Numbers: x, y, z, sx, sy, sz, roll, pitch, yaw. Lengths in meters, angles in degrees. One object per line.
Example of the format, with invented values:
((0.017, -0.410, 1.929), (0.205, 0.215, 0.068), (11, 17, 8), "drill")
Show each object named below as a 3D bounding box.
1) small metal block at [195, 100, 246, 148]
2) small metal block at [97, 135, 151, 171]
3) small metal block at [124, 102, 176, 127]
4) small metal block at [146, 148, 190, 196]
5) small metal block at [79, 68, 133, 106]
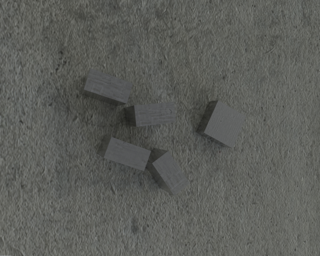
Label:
((0.087, -0.005, 0.441), (0.050, 0.025, 0.050), (28, 81, -18), "small metal block")
((-0.045, 0.030, 0.379), (0.050, 0.050, 0.025), (21, 83, -19), "small metal block")
((-0.014, -0.017, 0.391), (0.050, 0.050, 0.025), (-7, 93, -20), "small metal block")
((0.005, 0.055, 0.398), (0.025, 0.050, 0.050), (-37, 102, -16), "small metal block")
((-0.066, -0.047, 0.371), (0.050, 0.050, 0.025), (18, 84, -19), "small metal block")
